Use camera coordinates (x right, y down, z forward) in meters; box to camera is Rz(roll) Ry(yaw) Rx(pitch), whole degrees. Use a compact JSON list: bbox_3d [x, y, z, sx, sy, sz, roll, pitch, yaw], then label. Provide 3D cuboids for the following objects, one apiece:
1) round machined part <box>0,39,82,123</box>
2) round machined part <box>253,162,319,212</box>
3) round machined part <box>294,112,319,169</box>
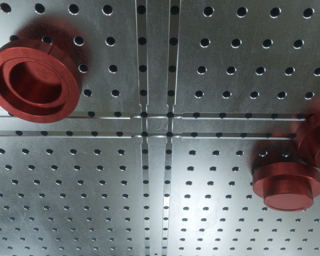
[{"bbox_3d":[-0.138,-0.056,0.352,0.099,0.042,0.097,0,130,0],"label":"round machined part"},{"bbox_3d":[0.190,0.093,0.464,0.098,0.042,0.098,6,145,5],"label":"round machined part"},{"bbox_3d":[0.239,0.023,0.421,0.099,0.042,0.097,0,130,0],"label":"round machined part"}]
